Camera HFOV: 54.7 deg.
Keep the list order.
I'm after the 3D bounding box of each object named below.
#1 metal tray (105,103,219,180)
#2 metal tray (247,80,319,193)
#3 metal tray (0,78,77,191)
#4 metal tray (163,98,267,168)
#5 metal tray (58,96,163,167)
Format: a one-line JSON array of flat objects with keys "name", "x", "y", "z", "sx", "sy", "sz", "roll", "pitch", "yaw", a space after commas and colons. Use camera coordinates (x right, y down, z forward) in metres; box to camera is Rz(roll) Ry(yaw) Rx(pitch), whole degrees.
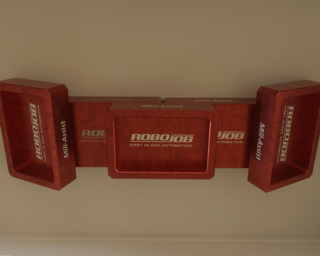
[{"name": "metal tray", "x": 0.002, "y": 0.016, "z": 0.381, "sx": 0.131, "sy": 0.030, "sz": 0.089, "roll": 1, "pitch": 110, "yaw": 0}, {"name": "metal tray", "x": 0.160, "y": 0.009, "z": 0.391, "sx": 0.091, "sy": 0.030, "sz": 0.129, "roll": -11, "pitch": 113, "yaw": -27}, {"name": "metal tray", "x": -0.155, "y": 0.007, "z": 0.389, "sx": 0.090, "sy": 0.030, "sz": 0.129, "roll": 10, "pitch": 112, "yaw": 23}, {"name": "metal tray", "x": 0.069, "y": 0.007, "z": 0.411, "sx": 0.131, "sy": 0.030, "sz": 0.089, "roll": 0, "pitch": 110, "yaw": 0}, {"name": "metal tray", "x": -0.062, "y": 0.006, "z": 0.409, "sx": 0.131, "sy": 0.030, "sz": 0.089, "roll": 0, "pitch": 110, "yaw": 0}]
